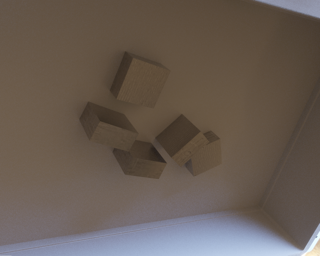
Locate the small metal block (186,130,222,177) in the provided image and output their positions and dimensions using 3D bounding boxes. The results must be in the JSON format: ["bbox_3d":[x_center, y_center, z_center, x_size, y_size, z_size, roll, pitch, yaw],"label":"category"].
[{"bbox_3d":[0.064,0.039,0.467,0.050,0.025,0.050,-22,127,-15],"label":"small metal block"}]

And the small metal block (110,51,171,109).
[{"bbox_3d":[-0.023,-0.055,0.362,0.050,0.025,0.050,12,112,-34],"label":"small metal block"}]

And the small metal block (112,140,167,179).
[{"bbox_3d":[-0.027,0.039,0.401,0.050,0.050,0.025,14,111,-34],"label":"small metal block"}]

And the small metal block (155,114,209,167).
[{"bbox_3d":[0.029,0.016,0.418,0.050,0.050,0.025,-42,129,0],"label":"small metal block"}]

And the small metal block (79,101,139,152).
[{"bbox_3d":[-0.060,-0.002,0.359,0.050,0.050,0.025,20,108,-36],"label":"small metal block"}]
